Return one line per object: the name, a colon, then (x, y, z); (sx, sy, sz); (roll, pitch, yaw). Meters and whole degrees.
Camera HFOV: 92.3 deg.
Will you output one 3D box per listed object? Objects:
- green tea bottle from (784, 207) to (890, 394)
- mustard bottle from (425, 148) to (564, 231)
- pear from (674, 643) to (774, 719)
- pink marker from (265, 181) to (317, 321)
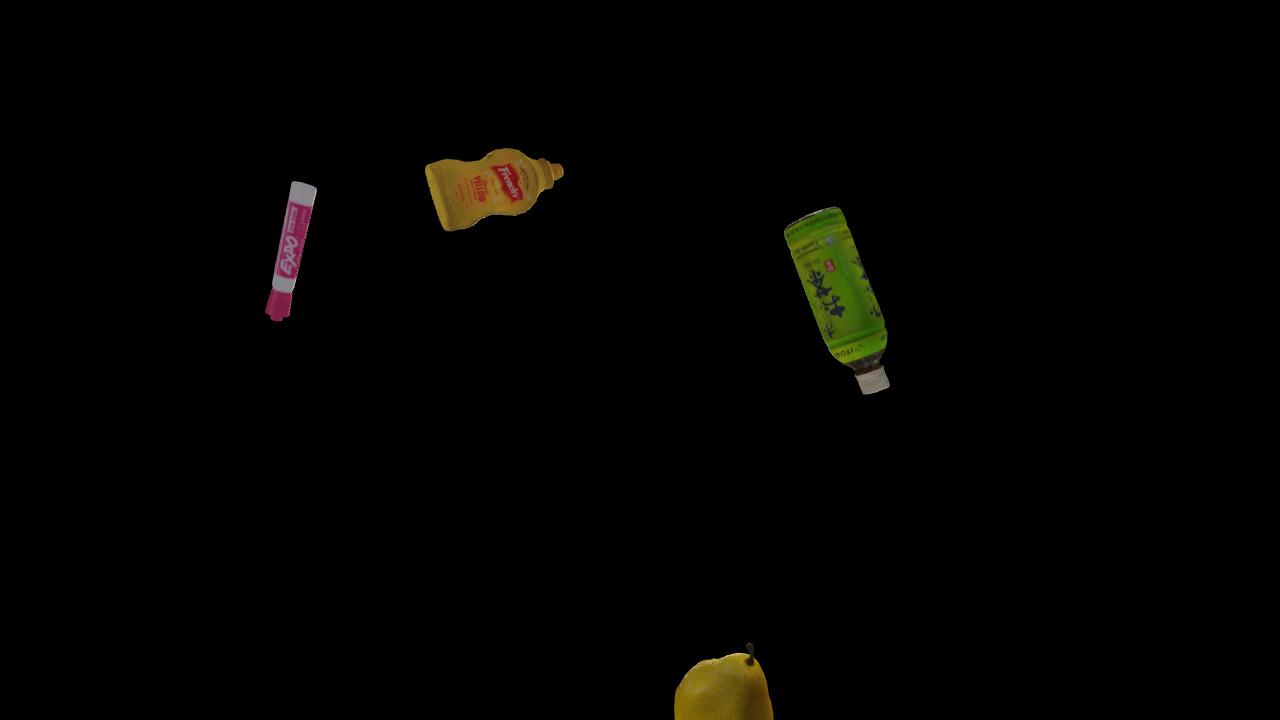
green tea bottle: (0.232, -0.064, 0.701); (0.073, 0.212, 0.073); (-21, -2, -1)
mustard bottle: (-0.189, -0.241, 0.841); (0.184, 0.092, 0.054); (-21, 15, -23)
pear: (0.077, 0.264, 0.481); (0.080, 0.111, 0.080); (21, 31, -13)
pink marker: (-0.296, -0.089, 0.521); (0.020, 0.121, 0.020); (19, 15, -5)
